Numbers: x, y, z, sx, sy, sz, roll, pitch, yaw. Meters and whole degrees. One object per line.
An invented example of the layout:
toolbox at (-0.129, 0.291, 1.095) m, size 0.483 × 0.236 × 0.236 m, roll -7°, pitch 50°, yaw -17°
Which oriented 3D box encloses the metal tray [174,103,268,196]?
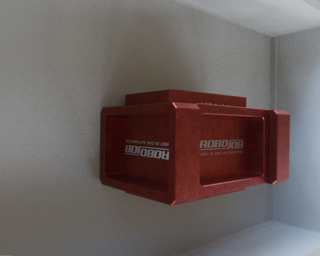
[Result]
metal tray at (0.072, 0.022, 0.344) m, size 0.131 × 0.030 × 0.089 m, roll 1°, pitch 89°, yaw -40°

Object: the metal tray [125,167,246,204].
metal tray at (0.033, 0.064, 0.388) m, size 0.131 × 0.090 × 0.030 m, roll 0°, pitch 90°, yaw -40°

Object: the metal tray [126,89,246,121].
metal tray at (0.034, -0.025, 0.389) m, size 0.131 × 0.090 × 0.030 m, roll 0°, pitch 91°, yaw -40°

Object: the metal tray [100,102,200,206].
metal tray at (-0.017, 0.022, 0.322) m, size 0.030 × 0.130 × 0.089 m, roll 1°, pitch 90°, yaw -40°

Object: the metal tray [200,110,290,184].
metal tray at (0.109, 0.022, 0.426) m, size 0.030 × 0.130 × 0.089 m, roll 1°, pitch 90°, yaw -40°
